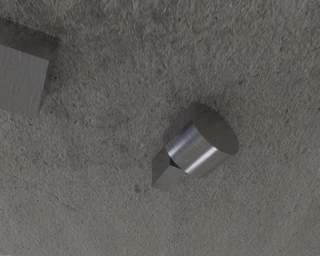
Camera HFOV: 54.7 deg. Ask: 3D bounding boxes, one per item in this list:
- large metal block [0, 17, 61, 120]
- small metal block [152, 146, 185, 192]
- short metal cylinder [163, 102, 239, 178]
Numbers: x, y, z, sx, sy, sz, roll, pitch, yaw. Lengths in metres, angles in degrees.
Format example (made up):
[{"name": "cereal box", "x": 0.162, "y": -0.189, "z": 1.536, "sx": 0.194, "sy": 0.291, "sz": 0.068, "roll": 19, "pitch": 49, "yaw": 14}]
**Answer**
[{"name": "large metal block", "x": -0.161, "y": -0.065, "z": 0.334, "sx": 0.081, "sy": 0.050, "sz": 0.079, "roll": 18, "pitch": 128, "yaw": -15}, {"name": "small metal block", "x": 0.012, "y": 0.053, "z": 0.436, "sx": 0.025, "sy": 0.050, "sz": 0.050, "roll": 23, "pitch": 126, "yaw": -19}, {"name": "short metal cylinder", "x": 0.051, "y": 0.014, "z": 0.384, "sx": 0.080, "sy": 0.080, "sz": 0.050, "roll": 29, "pitch": 124, "yaw": -23}]
